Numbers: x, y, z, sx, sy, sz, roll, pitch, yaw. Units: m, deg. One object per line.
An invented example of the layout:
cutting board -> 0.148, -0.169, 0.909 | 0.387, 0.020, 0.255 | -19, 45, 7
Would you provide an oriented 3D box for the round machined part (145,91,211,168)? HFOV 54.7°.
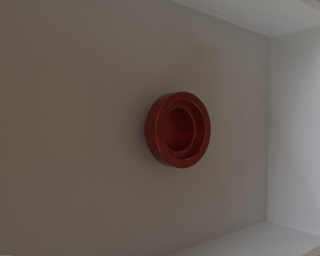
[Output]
round machined part -> 0.019, 0.002, 0.409 | 0.099, 0.042, 0.097 | 0, 90, -40
